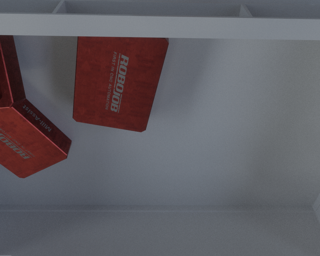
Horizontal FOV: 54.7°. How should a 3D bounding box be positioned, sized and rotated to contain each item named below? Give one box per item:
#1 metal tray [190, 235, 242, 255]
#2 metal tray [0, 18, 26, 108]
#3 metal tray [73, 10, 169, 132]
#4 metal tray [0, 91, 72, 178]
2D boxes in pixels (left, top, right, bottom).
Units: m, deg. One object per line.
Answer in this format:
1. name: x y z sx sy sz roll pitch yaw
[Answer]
1. metal tray: 0.110 0.268 0.639 0.091 0.030 0.129 1 131 -1
2. metal tray: -0.219 -0.063 0.325 0.131 0.030 0.089 -5 105 3
3. metal tray: -0.049 -0.058 0.356 0.091 0.030 0.129 10 130 -9
4. metal tray: -0.195 0.006 0.408 0.090 0.030 0.130 -25 126 19
